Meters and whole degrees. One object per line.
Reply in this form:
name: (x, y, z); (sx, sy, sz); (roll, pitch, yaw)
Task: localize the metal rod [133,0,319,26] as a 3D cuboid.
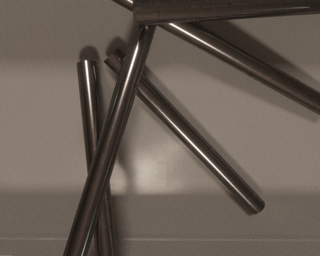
metal rod: (0.122, -0.133, 0.335); (0.302, 0.025, 0.025); (-7, 111, -10)

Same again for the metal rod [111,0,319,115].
metal rod: (0.084, -0.087, 0.365); (0.302, 0.025, 0.025); (24, 108, -15)

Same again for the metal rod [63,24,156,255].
metal rod: (-0.054, 0.006, 0.351); (0.025, 0.025, 0.299); (17, 85, -7)

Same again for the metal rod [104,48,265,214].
metal rod: (0.042, 0.014, 0.416); (0.025, 0.025, 0.300); (-41, 106, 13)

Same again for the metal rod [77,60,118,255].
metal rod: (-0.073, 0.068, 0.372); (0.025, 0.025, 0.298); (-7, 86, 2)
